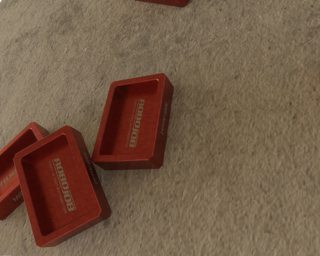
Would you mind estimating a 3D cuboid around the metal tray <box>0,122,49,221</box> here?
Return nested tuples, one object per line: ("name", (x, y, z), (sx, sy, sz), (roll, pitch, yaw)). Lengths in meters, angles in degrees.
("metal tray", (-0.217, 0.063, 0.473), (0.130, 0.030, 0.090), (-43, 51, -3))

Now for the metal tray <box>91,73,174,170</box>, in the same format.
("metal tray", (-0.035, -0.009, 0.422), (0.090, 0.030, 0.130), (-5, 59, 25))

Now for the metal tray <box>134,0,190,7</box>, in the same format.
("metal tray", (0.012, -0.267, 0.556), (0.130, 0.030, 0.090), (25, 75, 36))

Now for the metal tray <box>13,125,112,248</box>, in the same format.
("metal tray", (-0.128, 0.072, 0.398), (0.090, 0.030, 0.130), (-29, 66, 5))
